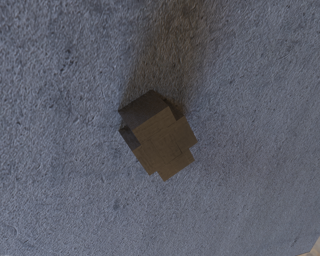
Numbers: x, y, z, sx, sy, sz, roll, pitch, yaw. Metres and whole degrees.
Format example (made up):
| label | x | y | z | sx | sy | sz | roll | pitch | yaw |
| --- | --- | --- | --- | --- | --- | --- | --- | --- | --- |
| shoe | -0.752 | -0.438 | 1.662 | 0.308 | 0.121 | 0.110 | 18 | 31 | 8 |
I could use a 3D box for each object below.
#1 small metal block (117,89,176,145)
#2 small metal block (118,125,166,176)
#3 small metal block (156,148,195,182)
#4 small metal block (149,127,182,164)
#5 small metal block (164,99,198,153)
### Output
| label | x | y | z | sx | sy | sz | roll | pitch | yaw |
| --- | --- | --- | --- | --- | --- | --- | --- | --- | --- |
| small metal block | -0.017 | -0.015 | 0.375 | 0.050 | 0.050 | 0.025 | -34 | 129 | -6 |
| small metal block | -0.023 | 0.025 | 0.395 | 0.025 | 0.050 | 0.050 | -35 | 129 | -6 |
| small metal block | 0.011 | 0.037 | 0.422 | 0.050 | 0.050 | 0.025 | -34 | 129 | -6 |
| small metal block | -0.003 | 0.011 | 0.398 | 0.025 | 0.050 | 0.050 | -35 | 129 | -6 |
| small metal block | 0.018 | -0.003 | 0.401 | 0.025 | 0.050 | 0.050 | -35 | 129 | -5 |
